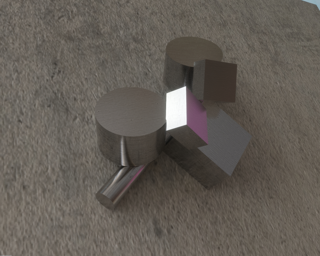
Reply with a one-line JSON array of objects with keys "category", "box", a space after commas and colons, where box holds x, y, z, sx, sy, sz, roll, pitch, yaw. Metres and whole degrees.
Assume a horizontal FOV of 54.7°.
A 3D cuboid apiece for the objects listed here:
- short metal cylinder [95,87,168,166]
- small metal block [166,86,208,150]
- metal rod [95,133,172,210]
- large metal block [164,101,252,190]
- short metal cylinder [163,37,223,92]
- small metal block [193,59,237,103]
[{"category": "short metal cylinder", "box": [-0.032, -0.003, 0.357, 0.081, 0.050, 0.080, 3, 45, -3]}, {"category": "small metal block", "box": [0.031, -0.010, 0.350, 0.050, 0.025, 0.050, 40, 42, -45]}, {"category": "metal rod", "box": [0.019, -0.010, 0.423, 0.025, 0.025, 0.301, 42, 51, 0]}, {"category": "large metal block", "box": [0.063, 0.020, 0.411, 0.080, 0.050, 0.080, 41, 51, 0]}, {"category": "short metal cylinder", "box": [0.047, -0.091, 0.453, 0.081, 0.050, 0.080, 3, 45, -3]}, {"category": "small metal block", "box": [0.071, -0.059, 0.401, 0.050, 0.025, 0.050, 2, 91, -28]}]
